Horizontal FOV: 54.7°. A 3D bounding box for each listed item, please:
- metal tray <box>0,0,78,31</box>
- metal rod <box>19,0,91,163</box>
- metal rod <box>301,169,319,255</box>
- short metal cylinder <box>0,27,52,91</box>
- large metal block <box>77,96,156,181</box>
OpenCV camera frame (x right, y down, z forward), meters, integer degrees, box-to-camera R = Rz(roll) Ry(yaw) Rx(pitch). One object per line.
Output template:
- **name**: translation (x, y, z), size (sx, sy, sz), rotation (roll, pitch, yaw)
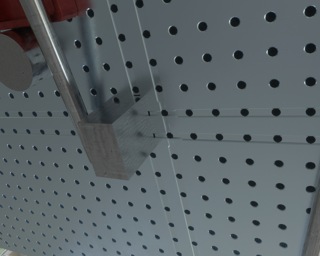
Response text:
- **metal tray**: translation (-0.174, -0.176, 0.388), size (0.130, 0.030, 0.089), rotation (2, 120, 26)
- **metal rod**: translation (-0.128, -0.069, 0.406), size (0.025, 0.025, 0.298), rotation (6, 130, 25)
- **metal rod**: translation (0.195, 0.108, 0.374), size (0.025, 0.025, 0.298), rotation (9, 122, 23)
- **short metal cylinder**: translation (-0.192, -0.098, 0.433), size (0.080, 0.050, 0.079), rotation (13, 124, 20)
- **large metal block**: translation (-0.052, 0.010, 0.408), size (0.050, 0.080, 0.079), rotation (2, 119, 27)
